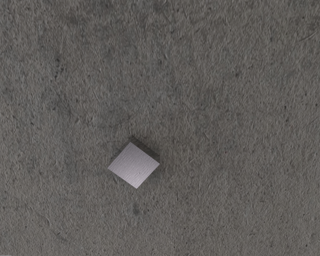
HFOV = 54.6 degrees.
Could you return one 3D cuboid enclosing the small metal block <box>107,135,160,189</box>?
[{"bbox_3d":[-0.035,0.047,0.427,0.050,0.025,0.050,38,106,-13],"label":"small metal block"}]
